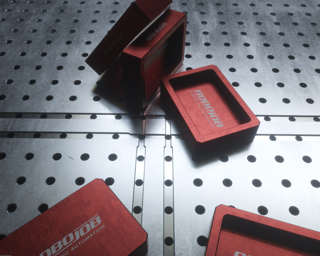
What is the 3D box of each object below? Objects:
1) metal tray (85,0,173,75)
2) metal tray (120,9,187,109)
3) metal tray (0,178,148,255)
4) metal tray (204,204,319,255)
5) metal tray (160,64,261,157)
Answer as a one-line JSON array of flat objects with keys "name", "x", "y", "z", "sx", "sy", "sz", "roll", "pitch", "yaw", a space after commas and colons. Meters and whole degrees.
[{"name": "metal tray", "x": -0.047, "y": -0.140, "z": 0.452, "sx": 0.030, "sy": 0.129, "sz": 0.090, "roll": 45, "pitch": 42, "yaw": -12}, {"name": "metal tray", "x": -0.005, "y": -0.102, "z": 0.450, "sx": 0.030, "sy": 0.089, "sz": 0.130, "roll": 24, "pitch": 54, "yaw": 18}, {"name": "metal tray", "x": -0.088, "y": 0.120, "z": 0.303, "sx": 0.131, "sy": 0.030, "sz": 0.090, "roll": -32, "pitch": 57, "yaw": -25}, {"name": "metal tray", "x": 0.107, "y": 0.134, "z": 0.292, "sx": 0.131, "sy": 0.030, "sz": 0.090, "roll": 14, "pitch": 51, "yaw": 11}, {"name": "metal tray", "x": 0.064, "y": -0.030, "z": 0.429, "sx": 0.091, "sy": 0.030, "sz": 0.130, "roll": -16, "pitch": 52, "yaw": -14}]
